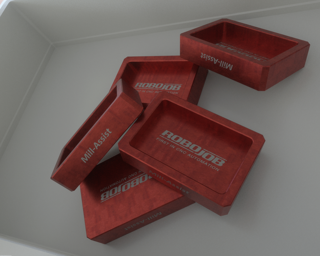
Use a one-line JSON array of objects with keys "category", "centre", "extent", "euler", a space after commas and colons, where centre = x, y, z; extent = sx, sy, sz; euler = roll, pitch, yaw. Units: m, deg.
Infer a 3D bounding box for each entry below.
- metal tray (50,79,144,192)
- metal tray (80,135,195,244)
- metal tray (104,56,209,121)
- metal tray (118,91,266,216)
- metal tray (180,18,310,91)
[{"category": "metal tray", "centre": [-0.076, 0.005, 0.382], "extent": [0.130, 0.030, 0.090], "euler": [-49, 19, 9]}, {"category": "metal tray", "centre": [-0.031, 0.071, 0.374], "extent": [0.130, 0.030, 0.090], "euler": [-28, 52, 10]}, {"category": "metal tray", "centre": [-0.007, -0.058, 0.440], "extent": [0.130, 0.030, 0.090], "euler": [7, 65, 30]}, {"category": "metal tray", "centre": [0.033, 0.022, 0.335], "extent": [0.130, 0.030, 0.090], "euler": [27, 63, 20]}, {"category": "metal tray", "centre": [0.099, -0.096, 0.382], "extent": [0.091, 0.030, 0.130], "euler": [-29, 45, -30]}]
